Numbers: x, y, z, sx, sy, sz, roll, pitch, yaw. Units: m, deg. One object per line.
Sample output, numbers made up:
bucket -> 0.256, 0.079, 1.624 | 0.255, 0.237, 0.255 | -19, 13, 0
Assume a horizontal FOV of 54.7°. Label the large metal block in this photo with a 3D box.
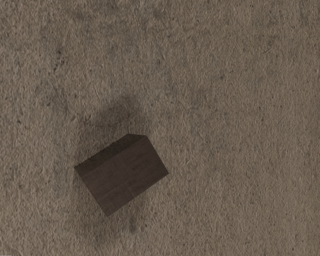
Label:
large metal block -> -0.048, 0.050, 0.363 | 0.080, 0.080, 0.050 | -33, 101, -17
